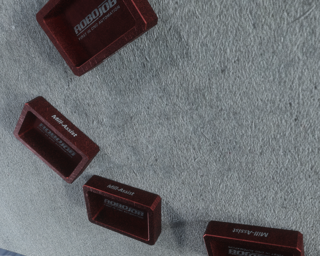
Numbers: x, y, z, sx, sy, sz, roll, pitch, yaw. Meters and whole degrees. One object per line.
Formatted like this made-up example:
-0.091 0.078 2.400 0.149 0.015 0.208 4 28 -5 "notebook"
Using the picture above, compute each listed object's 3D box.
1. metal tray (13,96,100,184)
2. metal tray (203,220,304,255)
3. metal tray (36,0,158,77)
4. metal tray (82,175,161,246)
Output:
-0.171 0.022 0.507 0.130 0.030 0.090 42 129 -1 "metal tray"
0.136 0.184 0.445 0.130 0.030 0.089 -2 118 29 "metal tray"
-0.077 -0.128 0.364 0.130 0.030 0.090 -23 106 36 "metal tray"
-0.063 0.137 0.521 0.130 0.030 0.089 13 124 20 "metal tray"
